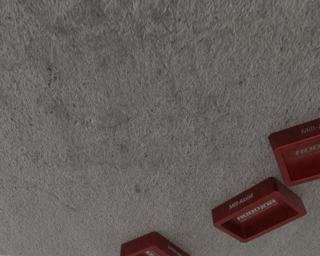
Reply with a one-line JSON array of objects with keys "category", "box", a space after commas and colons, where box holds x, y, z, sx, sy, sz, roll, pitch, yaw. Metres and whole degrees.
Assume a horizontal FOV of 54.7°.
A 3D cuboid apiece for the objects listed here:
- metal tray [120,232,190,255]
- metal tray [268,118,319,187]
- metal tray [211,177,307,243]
[{"category": "metal tray", "box": [-0.006, 0.265, 0.628, 0.090, 0.030, 0.130, -30, 125, 22]}, {"category": "metal tray", "box": [0.228, 0.028, 0.429, 0.130, 0.030, 0.090, -20, 128, 16]}, {"category": "metal tray", "box": [0.165, 0.143, 0.527, 0.090, 0.030, 0.130, 36, 122, -27]}]
